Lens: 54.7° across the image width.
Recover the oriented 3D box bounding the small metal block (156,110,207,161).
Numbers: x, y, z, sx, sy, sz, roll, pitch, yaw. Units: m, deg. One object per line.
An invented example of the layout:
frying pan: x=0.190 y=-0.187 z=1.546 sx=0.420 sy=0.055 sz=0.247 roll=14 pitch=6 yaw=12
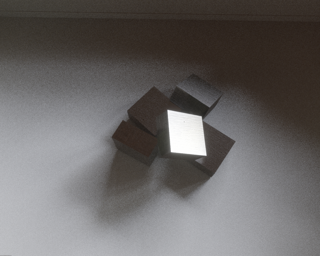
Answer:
small metal block: x=0.025 y=0.010 z=0.366 sx=0.050 sy=0.025 sz=0.050 roll=9 pitch=66 yaw=-32

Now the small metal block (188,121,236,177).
small metal block: x=0.060 y=0.027 z=0.399 sx=0.050 sy=0.025 sz=0.050 roll=34 pitch=73 yaw=11

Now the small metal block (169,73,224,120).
small metal block: x=0.049 y=-0.042 z=0.412 sx=0.050 sy=0.025 sz=0.050 roll=35 pitch=41 yaw=11

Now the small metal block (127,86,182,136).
small metal block: x=-0.007 y=-0.019 z=0.414 sx=0.050 sy=0.025 sz=0.050 roll=42 pitch=75 yaw=13

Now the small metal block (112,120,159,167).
small metal block: x=-0.029 y=0.020 z=0.386 sx=0.050 sy=0.050 sz=0.025 roll=28 pitch=73 yaw=9
